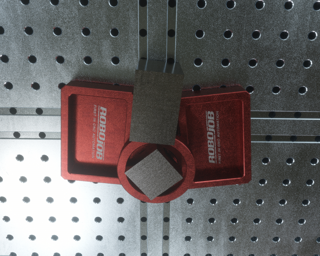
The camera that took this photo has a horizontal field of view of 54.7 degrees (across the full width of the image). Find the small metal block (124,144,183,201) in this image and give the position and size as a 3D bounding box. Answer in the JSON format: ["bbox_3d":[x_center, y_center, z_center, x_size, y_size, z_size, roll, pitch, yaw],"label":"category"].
[{"bbox_3d":[-0.007,0.053,0.384,0.050,0.025,0.050,-37,106,12],"label":"small metal block"}]

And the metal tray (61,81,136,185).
[{"bbox_3d":[-0.081,0.008,0.409,0.091,0.030,0.129,6,110,-3],"label":"metal tray"}]

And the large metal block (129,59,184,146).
[{"bbox_3d":[-0.005,-0.034,0.367,0.050,0.080,0.079,6,110,-2],"label":"large metal block"}]

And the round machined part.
[{"bbox_3d":[-0.004,0.046,0.407,0.099,0.042,0.097,0,110,0],"label":"round machined part"}]

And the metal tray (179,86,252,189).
[{"bbox_3d":[0.072,0.014,0.412,0.091,0.030,0.129,-6,110,2],"label":"metal tray"}]
